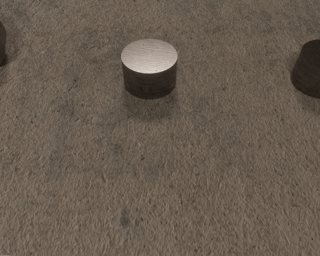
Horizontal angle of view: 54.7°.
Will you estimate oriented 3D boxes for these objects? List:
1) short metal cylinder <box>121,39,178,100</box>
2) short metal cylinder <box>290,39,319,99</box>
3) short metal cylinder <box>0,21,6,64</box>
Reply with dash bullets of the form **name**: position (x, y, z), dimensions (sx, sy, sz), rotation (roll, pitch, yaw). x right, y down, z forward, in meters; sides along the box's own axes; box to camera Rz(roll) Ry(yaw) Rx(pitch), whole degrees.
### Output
- **short metal cylinder**: position (-0.015, -0.088, 0.461), dimensions (0.081, 0.050, 0.080), rotation (0, 50, 0)
- **short metal cylinder**: position (0.246, -0.089, 0.465), dimensions (0.081, 0.050, 0.080), rotation (0, 50, 0)
- **short metal cylinder**: position (-0.283, -0.136, 0.478), dimensions (0.081, 0.080, 0.050), rotation (-12, 51, -10)
